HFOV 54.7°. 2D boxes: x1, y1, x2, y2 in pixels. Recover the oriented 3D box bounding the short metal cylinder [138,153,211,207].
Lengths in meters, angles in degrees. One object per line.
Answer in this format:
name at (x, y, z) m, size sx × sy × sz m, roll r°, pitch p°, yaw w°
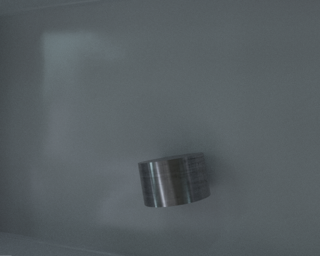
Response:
short metal cylinder at (0.017, 0.061, 0.375) m, size 0.080 × 0.080 × 0.050 m, roll -10°, pitch 87°, yaw 19°
